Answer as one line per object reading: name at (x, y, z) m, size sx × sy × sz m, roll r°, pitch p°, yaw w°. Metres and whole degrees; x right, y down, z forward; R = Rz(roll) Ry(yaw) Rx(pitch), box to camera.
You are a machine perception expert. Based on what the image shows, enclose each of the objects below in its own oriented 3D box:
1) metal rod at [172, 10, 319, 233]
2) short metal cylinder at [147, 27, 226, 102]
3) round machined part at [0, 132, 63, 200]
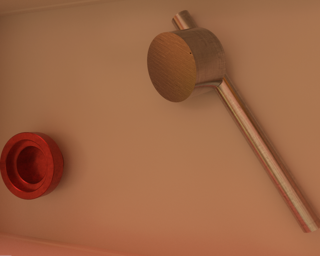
metal rod at (0.100, -0.016, 0.375) m, size 0.025 × 0.025 × 0.299 m, roll -33°, pitch 80°, yaw 17°
short metal cylinder at (0.030, -0.075, 0.366) m, size 0.080 × 0.050 × 0.079 m, roll 26°, pitch 127°, yaw 41°
round machined part at (-0.186, 0.054, 0.465) m, size 0.098 × 0.042 × 0.097 m, roll 0°, pitch 90°, yaw 19°
